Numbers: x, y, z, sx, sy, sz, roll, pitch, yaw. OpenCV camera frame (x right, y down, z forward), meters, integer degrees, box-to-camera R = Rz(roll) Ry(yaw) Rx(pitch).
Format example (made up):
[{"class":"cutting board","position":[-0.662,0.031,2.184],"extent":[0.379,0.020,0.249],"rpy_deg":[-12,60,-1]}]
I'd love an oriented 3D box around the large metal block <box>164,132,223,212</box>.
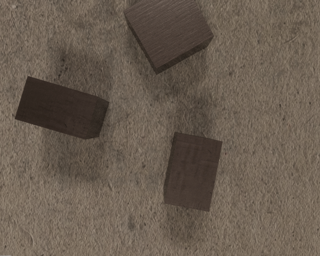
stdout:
[{"class":"large metal block","position":[0.037,0.049,0.383],"extent":[0.050,0.080,0.080],"rpy_deg":[11,90,0]}]

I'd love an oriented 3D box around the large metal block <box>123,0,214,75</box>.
[{"class":"large metal block","position":[0.011,-0.126,0.398],"extent":[0.080,0.050,0.080],"rpy_deg":[-30,90,0]}]

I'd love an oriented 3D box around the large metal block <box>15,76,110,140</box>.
[{"class":"large metal block","position":[-0.114,-0.023,0.381],"extent":[0.080,0.080,0.050],"rpy_deg":[17,90,-1]}]
